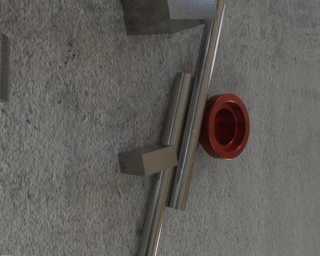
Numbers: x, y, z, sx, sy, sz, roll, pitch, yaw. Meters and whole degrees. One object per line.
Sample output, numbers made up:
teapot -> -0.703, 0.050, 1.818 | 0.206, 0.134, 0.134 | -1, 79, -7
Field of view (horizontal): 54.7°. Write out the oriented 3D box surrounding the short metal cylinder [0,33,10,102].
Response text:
short metal cylinder -> -0.160, -0.047, 0.236 | 0.081, 0.080, 0.050 | 0, 90, -40

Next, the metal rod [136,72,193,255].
metal rod -> 0.003, 0.070, 0.409 | 0.025, 0.025, 0.299 | 21, 77, -39

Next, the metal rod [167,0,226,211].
metal rod -> 0.053, -0.038, 0.433 | 0.025, 0.025, 0.299 | 20, 78, -39

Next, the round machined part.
round machined part -> 0.091, -0.002, 0.472 | 0.099, 0.042, 0.097 | 0, 90, -40

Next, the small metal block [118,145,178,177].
small metal block -> -0.015, 0.038, 0.377 | 0.050, 0.050, 0.025 | -13, 96, -39

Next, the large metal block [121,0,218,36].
large metal block -> 0.011, -0.149, 0.380 | 0.081, 0.080, 0.050 | -17, 101, -39
